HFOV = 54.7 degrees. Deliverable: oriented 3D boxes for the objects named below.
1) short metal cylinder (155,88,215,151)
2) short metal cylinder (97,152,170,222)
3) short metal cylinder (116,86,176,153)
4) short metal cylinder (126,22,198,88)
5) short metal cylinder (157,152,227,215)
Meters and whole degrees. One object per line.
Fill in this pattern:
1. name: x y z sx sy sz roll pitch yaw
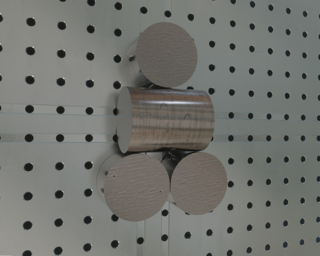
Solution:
1. short metal cylinder: 0.027 -0.010 0.395 0.050 0.080 0.079 0 90 -20
2. short metal cylinder: -0.034 0.070 0.387 0.081 0.050 0.079 0 90 -21
3. short metal cylinder: -0.020 -0.010 0.377 0.050 0.080 0.079 0 90 -20
4. short metal cylinder: 0.001 -0.089 0.400 0.081 0.050 0.079 0 90 -21
5. short metal cylinder: 0.042 0.070 0.415 0.081 0.050 0.079 0 90 -21
